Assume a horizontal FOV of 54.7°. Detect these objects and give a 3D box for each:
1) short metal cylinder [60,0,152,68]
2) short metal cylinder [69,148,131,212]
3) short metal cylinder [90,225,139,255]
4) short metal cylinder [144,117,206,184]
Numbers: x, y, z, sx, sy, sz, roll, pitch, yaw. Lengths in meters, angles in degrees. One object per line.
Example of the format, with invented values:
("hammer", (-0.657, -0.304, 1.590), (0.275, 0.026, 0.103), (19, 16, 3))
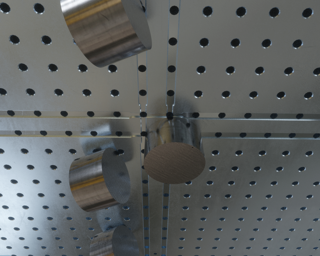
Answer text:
("short metal cylinder", (-0.047, -0.103, 0.288), (0.050, 0.080, 0.080), (-18, 128, 14))
("short metal cylinder", (-0.083, 0.073, 0.437), (0.050, 0.080, 0.080), (-19, 128, 15))
("short metal cylinder", (-0.082, 0.226, 0.567), (0.050, 0.080, 0.080), (-26, 126, 20))
("short metal cylinder", (0.019, 0.031, 0.422), (0.081, 0.050, 0.079), (0, 130, 0))
